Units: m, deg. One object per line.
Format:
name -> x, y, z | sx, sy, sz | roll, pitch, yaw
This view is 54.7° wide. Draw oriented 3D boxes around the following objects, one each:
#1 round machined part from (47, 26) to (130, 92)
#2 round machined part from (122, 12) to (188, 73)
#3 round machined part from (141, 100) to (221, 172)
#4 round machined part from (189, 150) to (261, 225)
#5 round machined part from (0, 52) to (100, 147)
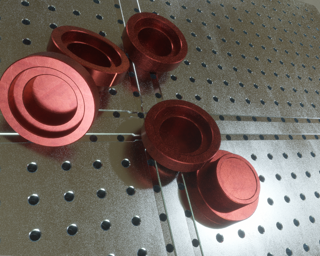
round machined part -> -0.091, -0.082, 0.386 | 0.099, 0.042, 0.098 | 23, 33, -16
round machined part -> -0.011, -0.123, 0.468 | 0.099, 0.042, 0.098 | 14, 56, -21
round machined part -> 0.024, 0.014, 0.396 | 0.099, 0.042, 0.098 | 10, 51, -12
round machined part -> 0.090, 0.072, 0.404 | 0.099, 0.042, 0.098 | 14, 56, -21
round machined part -> -0.113, -0.032, 0.330 | 0.098, 0.097, 0.042 | 29, 22, -11
